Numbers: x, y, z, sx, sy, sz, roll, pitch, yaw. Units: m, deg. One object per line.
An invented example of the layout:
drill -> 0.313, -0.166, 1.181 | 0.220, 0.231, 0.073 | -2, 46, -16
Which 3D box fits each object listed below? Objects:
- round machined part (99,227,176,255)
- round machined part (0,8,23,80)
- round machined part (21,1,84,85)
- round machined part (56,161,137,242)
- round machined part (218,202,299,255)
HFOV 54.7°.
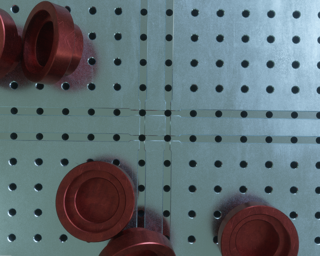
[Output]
round machined part -> -0.032, 0.166, 0.391 | 0.099, 0.042, 0.097 | -8, 119, -15
round machined part -> -0.216, -0.104, 0.391 | 0.098, 0.042, 0.097 | -1, 88, 21
round machined part -> -0.132, -0.102, 0.386 | 0.098, 0.042, 0.097 | -3, 85, 42
round machined part -> -0.078, 0.092, 0.399 | 0.099, 0.042, 0.097 | 0, 82, 3
round machined part -> 0.125, 0.145, 0.407 | 0.099, 0.042, 0.097 | 0, 90, -1
